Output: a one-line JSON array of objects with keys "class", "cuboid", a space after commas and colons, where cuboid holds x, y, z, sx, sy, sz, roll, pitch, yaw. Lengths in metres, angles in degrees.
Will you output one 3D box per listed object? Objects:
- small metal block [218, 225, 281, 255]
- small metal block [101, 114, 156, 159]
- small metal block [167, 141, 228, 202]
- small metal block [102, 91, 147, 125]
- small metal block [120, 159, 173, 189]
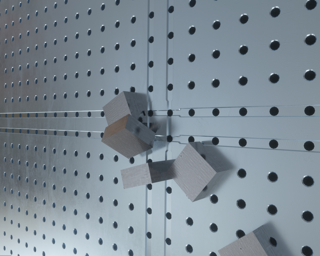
[{"class": "small metal block", "cuboid": [0.099, 0.140, 0.329, 0.050, 0.025, 0.050, -44, 63, 31]}, {"class": "small metal block", "cuboid": [-0.043, 0.013, 0.426, 0.050, 0.050, 0.025, -27, 39, 37]}, {"class": "small metal block", "cuboid": [0.044, 0.052, 0.374, 0.050, 0.025, 0.050, 48, 119, 29]}, {"class": "small metal block", "cuboid": [-0.053, -0.019, 0.454, 0.050, 0.025, 0.050, -32, 70, 35]}, {"class": "small metal block", "cuboid": [-0.014, 0.060, 0.406, 0.050, 0.050, 0.025, -19, 78, 38]}]
